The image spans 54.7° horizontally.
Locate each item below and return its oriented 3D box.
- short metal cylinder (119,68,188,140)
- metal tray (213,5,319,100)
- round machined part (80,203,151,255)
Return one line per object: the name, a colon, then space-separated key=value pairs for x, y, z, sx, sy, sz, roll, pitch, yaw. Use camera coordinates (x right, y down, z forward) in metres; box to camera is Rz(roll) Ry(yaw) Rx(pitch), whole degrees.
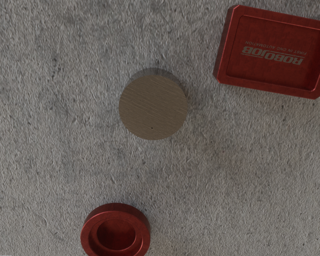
short metal cylinder: x=-0.008 y=-0.031 z=0.385 sx=0.081 sy=0.050 sz=0.079 roll=0 pitch=110 yaw=-1
metal tray: x=0.139 y=-0.090 z=0.375 sx=0.131 sy=0.030 sz=0.089 roll=9 pitch=110 yaw=-4
round machined part: x=-0.063 y=0.151 z=0.456 sx=0.099 sy=0.042 sz=0.097 roll=0 pitch=110 yaw=-1
